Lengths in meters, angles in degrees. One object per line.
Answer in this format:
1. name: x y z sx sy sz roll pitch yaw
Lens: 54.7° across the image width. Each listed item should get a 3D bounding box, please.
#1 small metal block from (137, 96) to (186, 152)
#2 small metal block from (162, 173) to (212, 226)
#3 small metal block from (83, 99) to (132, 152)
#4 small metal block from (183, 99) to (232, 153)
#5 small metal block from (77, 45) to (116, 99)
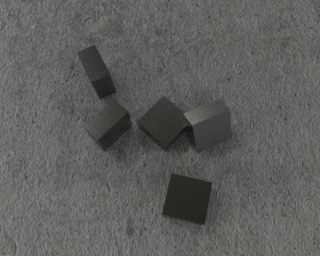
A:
1. small metal block: 0.006 -0.006 0.410 0.050 0.025 0.050 42 75 13
2. small metal block: 0.033 0.087 0.376 0.050 0.025 0.050 13 70 4
3. small metal block: -0.065 -0.002 0.395 0.025 0.050 0.050 42 75 13
4. small metal block: 0.061 -0.002 0.393 0.050 0.050 0.025 -24 42 -8
5. small metal block: -0.086 -0.075 0.422 0.025 0.050 0.050 -26 72 -9
